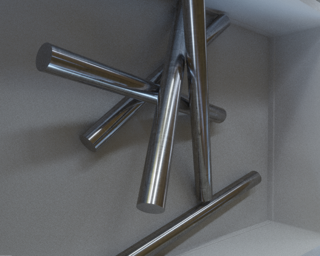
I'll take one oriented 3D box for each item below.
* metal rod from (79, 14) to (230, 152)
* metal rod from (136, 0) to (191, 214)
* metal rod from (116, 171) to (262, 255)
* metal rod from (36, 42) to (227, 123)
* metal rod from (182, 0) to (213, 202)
[{"bbox_3d":[0.011,-0.076,0.417,0.301,0.025,0.025,-46,118,-30],"label":"metal rod"},{"bbox_3d":[0.013,-0.051,0.354,0.025,0.025,0.300,38,47,-34],"label":"metal rod"},{"bbox_3d":[0.058,0.127,0.458,0.302,0.025,0.025,-19,103,-39],"label":"metal rod"},{"bbox_3d":[-0.002,-0.040,0.373,0.302,0.025,0.025,12,83,-50],"label":"metal rod"},{"bbox_3d":[0.050,-0.027,0.396,0.025,0.025,0.298,-30,126,-36],"label":"metal rod"}]
